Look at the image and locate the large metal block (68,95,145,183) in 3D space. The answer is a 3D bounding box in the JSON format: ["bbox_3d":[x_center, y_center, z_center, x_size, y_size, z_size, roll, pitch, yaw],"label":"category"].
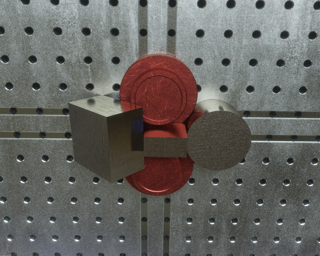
[{"bbox_3d":[-0.066,0.010,0.381,0.050,0.080,0.079,-19,118,-41],"label":"large metal block"}]

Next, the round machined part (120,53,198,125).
[{"bbox_3d":[-0.002,-0.042,0.389,0.099,0.042,0.097,0,110,0],"label":"round machined part"}]

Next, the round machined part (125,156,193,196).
[{"bbox_3d":[-0.003,0.052,0.423,0.099,0.042,0.097,0,110,0],"label":"round machined part"}]

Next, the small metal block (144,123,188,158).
[{"bbox_3d":[0.006,0.014,0.381,0.050,0.050,0.025,1,110,-1],"label":"small metal block"}]

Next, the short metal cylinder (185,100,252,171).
[{"bbox_3d":[0.072,0.008,0.402,0.081,0.050,0.079,0,110,0],"label":"short metal cylinder"}]
